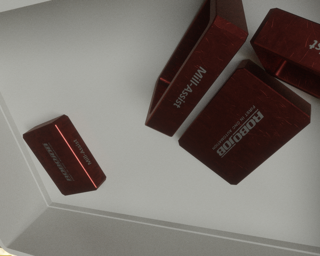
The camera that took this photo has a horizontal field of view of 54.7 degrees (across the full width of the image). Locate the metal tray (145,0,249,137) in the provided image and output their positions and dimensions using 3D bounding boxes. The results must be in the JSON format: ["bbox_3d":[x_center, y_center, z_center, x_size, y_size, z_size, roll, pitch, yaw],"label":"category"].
[{"bbox_3d":[0.032,-0.064,0.306,0.030,0.090,0.129,25,130,-12],"label":"metal tray"}]

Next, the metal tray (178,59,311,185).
[{"bbox_3d":[0.091,-0.001,0.356,0.090,0.030,0.129,37,129,2],"label":"metal tray"}]

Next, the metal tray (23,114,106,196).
[{"bbox_3d":[-0.159,0.049,0.517,0.090,0.030,0.130,-17,110,34],"label":"metal tray"}]

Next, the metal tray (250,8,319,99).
[{"bbox_3d":[0.142,-0.040,0.243,0.130,0.090,0.030,35,99,27],"label":"metal tray"}]
